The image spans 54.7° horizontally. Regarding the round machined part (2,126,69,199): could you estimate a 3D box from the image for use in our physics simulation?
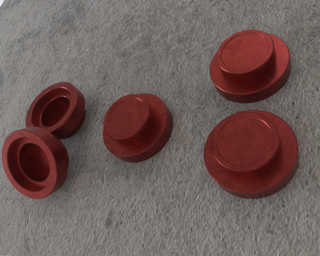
[{"bbox_3d":[-0.168,0.045,0.433,0.098,0.042,0.097,6,104,23],"label":"round machined part"}]

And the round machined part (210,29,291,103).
[{"bbox_3d":[0.109,-0.083,0.387,0.098,0.042,0.098,-13,56,21],"label":"round machined part"}]

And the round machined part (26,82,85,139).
[{"bbox_3d":[-0.158,-0.021,0.489,0.098,0.042,0.098,-13,56,21],"label":"round machined part"}]

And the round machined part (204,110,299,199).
[{"bbox_3d":[0.094,0.022,0.330,0.098,0.042,0.098,-13,56,21],"label":"round machined part"}]

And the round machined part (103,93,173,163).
[{"bbox_3d":[-0.036,-0.006,0.416,0.098,0.042,0.098,-13,56,21],"label":"round machined part"}]
